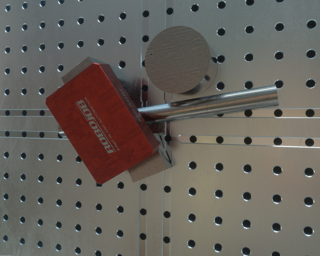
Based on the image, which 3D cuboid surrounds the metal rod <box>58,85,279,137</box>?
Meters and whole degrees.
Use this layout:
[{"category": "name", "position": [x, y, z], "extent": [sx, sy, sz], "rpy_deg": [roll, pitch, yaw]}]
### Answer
[{"category": "metal rod", "position": [-0.003, -0.019, 0.413], "extent": [0.301, 0.025, 0.025], "rpy_deg": [-8, 87, 19]}]

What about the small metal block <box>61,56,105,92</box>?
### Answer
[{"category": "small metal block", "position": [-0.099, -0.070, 0.432], "extent": [0.050, 0.050, 0.025], "rpy_deg": [-33, 80, 17]}]

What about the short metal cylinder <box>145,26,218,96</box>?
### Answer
[{"category": "short metal cylinder", "position": [0.028, -0.081, 0.388], "extent": [0.080, 0.050, 0.079], "rpy_deg": [0, 90, 19]}]

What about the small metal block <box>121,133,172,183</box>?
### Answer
[{"category": "small metal block", "position": [-0.019, 0.040, 0.417], "extent": [0.050, 0.025, 0.050], "rpy_deg": [-25, 82, 18]}]

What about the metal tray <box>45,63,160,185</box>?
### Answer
[{"category": "metal tray", "position": [-0.073, -0.005, 0.393], "extent": [0.090, 0.030, 0.130], "rpy_deg": [-32, 91, 17]}]
